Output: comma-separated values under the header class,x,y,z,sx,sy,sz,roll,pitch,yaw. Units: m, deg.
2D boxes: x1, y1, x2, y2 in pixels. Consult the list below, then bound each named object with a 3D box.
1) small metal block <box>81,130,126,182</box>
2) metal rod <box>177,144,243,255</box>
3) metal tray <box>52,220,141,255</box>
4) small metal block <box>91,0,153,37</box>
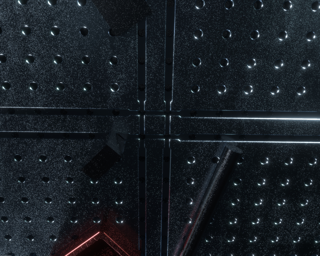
class,x,y,z,sx,sy,sz,roll,pitch,yaw
small metal block,-0.074,0.036,0.412,0.025,0.050,0.050,43,104,-14
metal rod,0.055,0.161,0.473,0.025,0.025,0.298,17,109,-7
metal tray,-0.107,0.214,0.487,0.130,0.030,0.090,-37,106,12
small metal block,-0.043,-0.143,0.360,0.050,0.025,0.050,-32,107,11
